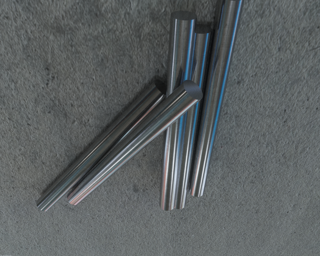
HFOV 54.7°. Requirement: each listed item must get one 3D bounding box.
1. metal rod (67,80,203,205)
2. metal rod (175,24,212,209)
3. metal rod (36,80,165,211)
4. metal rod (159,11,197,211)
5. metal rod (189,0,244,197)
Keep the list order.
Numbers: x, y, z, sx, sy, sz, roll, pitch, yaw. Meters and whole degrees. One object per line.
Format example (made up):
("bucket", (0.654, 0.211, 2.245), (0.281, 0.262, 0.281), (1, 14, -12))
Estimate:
("metal rod", (-0.053, 0.037, 0.406), (0.025, 0.025, 0.299), (28, 134, -23))
("metal rod", (0.036, 0.011, 0.416), (0.025, 0.025, 0.298), (1, 130, -2))
("metal rod", (-0.094, 0.039, 0.438), (0.025, 0.025, 0.299), (33, 122, -25))
("metal rod", (0.017, 0.006, 0.390), (0.025, 0.025, 0.298), (1, 130, -2))
("metal rod", (0.064, -0.014, 0.396), (0.025, 0.025, 0.298), (1, 130, -2))
